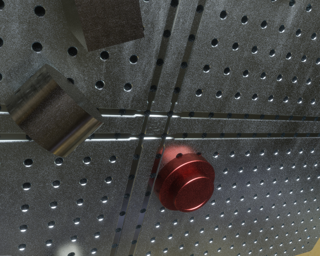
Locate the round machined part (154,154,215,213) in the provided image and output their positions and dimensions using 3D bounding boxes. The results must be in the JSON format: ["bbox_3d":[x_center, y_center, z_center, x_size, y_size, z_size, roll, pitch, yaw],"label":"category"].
[{"bbox_3d":[0.044,0.092,0.481,0.099,0.042,0.097,-14,124,-21],"label":"round machined part"}]

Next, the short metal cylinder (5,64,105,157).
[{"bbox_3d":[-0.102,-0.017,0.309,0.050,0.080,0.080,-43,130,1],"label":"short metal cylinder"}]

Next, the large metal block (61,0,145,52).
[{"bbox_3d":[-0.058,-0.122,0.269,0.050,0.080,0.079,-20,126,-17],"label":"large metal block"}]
